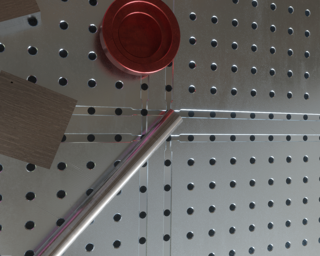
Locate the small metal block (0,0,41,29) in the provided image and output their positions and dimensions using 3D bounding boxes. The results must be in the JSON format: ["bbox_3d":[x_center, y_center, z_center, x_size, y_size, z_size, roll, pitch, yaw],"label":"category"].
[{"bbox_3d":[-0.170,-0.145,0.350,0.050,0.025,0.050,-24,98,-19],"label":"small metal block"}]

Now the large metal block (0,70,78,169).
[{"bbox_3d":[-0.148,-0.007,0.345,0.080,0.050,0.080,22,83,-19],"label":"large metal block"}]

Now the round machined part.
[{"bbox_3d":[-0.027,-0.115,0.393,0.099,0.042,0.097,0,90,-20],"label":"round machined part"}]

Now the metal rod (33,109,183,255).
[{"bbox_3d":[-0.077,0.090,0.384,0.025,0.025,0.301,46,76,-14],"label":"metal rod"}]
